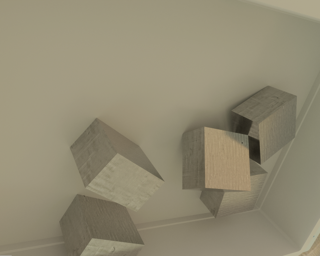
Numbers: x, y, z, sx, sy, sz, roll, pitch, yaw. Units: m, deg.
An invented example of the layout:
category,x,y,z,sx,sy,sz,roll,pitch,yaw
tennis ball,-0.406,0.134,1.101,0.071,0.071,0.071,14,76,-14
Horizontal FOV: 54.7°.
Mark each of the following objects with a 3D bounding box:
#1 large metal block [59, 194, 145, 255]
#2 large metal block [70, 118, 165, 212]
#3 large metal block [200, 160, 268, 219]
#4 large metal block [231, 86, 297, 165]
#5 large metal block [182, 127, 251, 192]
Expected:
category,x,y,z,sx,sy,sz,roll,pitch,yaw
large metal block,-0.080,0.142,0.418,0.080,0.080,0.050,24,105,-37
large metal block,-0.053,0.044,0.373,0.050,0.080,0.080,-48,129,5
large metal block,0.123,0.098,0.523,0.081,0.050,0.079,-4,120,-27
large metal block,0.159,-0.005,0.470,0.080,0.050,0.080,-33,130,-20
large metal block,0.079,0.048,0.439,0.081,0.050,0.080,10,73,-30
